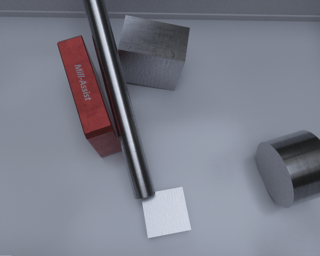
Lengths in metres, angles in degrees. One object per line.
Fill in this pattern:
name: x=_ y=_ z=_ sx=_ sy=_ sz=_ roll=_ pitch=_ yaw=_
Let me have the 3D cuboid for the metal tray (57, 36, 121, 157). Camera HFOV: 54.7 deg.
metal tray: x=-0.085 y=-0.037 z=0.387 sx=0.030 sy=0.090 sz=0.130 roll=-19 pitch=71 yaw=-6

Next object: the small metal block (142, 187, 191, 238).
small metal block: x=0.007 y=0.102 z=0.373 sx=0.050 sy=0.025 sz=0.050 roll=-10 pitch=71 yaw=-4

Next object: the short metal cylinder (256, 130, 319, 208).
short metal cylinder: x=0.157 y=0.048 z=0.365 sx=0.050 sy=0.080 sz=0.080 roll=-16 pitch=71 yaw=-6

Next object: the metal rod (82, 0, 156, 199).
metal rod: x=-0.056 y=-0.066 z=0.360 sx=0.025 sy=0.025 sz=0.298 roll=-15 pitch=88 yaw=-6

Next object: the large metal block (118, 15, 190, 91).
large metal block: x=-0.011 y=-0.096 z=0.411 sx=0.081 sy=0.080 sz=0.050 roll=10 pitch=70 yaw=-4
